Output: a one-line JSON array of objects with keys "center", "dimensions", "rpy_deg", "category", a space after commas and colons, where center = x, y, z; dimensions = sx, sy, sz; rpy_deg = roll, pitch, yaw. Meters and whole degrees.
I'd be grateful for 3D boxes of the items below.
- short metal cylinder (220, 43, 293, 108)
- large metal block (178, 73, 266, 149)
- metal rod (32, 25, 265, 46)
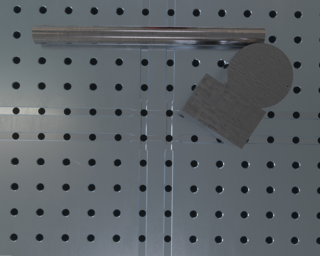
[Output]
[{"center": [0.122, -0.064, 0.402], "dimensions": [0.081, 0.050, 0.079], "rpy_deg": [0, 90, 0], "category": "short metal cylinder"}, {"center": [0.072, -0.019, 0.387], "dimensions": [0.080, 0.080, 0.050], "rpy_deg": [33, 90, 0], "category": "large metal block"}, {"center": [-0.014, -0.123, 0.413], "dimensions": [0.302, 0.025, 0.025], "rpy_deg": [0, 90, 0], "category": "metal rod"}]
